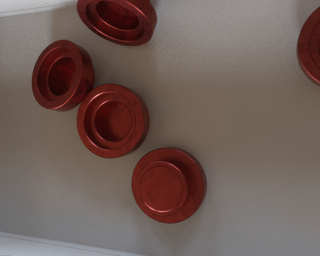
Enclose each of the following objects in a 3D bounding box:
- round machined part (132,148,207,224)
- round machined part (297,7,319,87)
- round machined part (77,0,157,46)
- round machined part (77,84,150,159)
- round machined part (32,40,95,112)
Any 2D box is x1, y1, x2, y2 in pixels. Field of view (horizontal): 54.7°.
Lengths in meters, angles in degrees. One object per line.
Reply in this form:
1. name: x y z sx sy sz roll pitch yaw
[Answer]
1. round machined part: 0.008 0.074 0.398 0.098 0.042 0.097 0 90 19
2. round machined part: 0.199 -0.087 0.332 0.098 0.042 0.097 0 90 19
3. round machined part: -0.051 -0.151 0.393 0.098 0.098 0.042 10 72 19
4. round machined part: -0.060 -0.009 0.421 0.098 0.042 0.097 0 90 19
5. round machined part: -0.132 -0.071 0.439 0.098 0.042 0.097 -5 79 29
